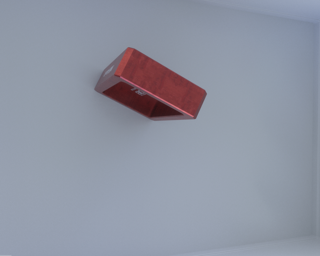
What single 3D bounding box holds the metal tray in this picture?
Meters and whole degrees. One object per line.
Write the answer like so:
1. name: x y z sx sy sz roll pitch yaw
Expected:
1. metal tray: -0.018 -0.042 0.349 0.090 0.130 0.030 27 81 -19
